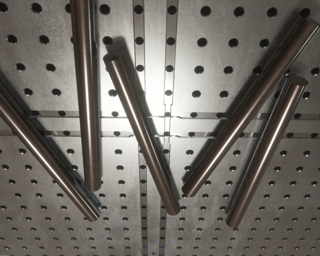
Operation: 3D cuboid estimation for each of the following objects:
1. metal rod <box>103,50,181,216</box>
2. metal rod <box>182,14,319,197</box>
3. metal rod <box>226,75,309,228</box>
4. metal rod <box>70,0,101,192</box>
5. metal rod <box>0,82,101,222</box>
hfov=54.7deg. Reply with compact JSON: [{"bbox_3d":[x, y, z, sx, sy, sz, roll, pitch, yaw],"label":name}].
[{"bbox_3d":[-0.014,0.030,0.436,0.025,0.025,0.299,-11,130,9],"label":"metal rod"},{"bbox_3d":[0.101,-0.005,0.408,0.025,0.025,0.298,16,128,-14],"label":"metal rod"},{"bbox_3d":[0.147,0.056,0.461,0.025,0.025,0.298,4,130,-4],"label":"metal rod"},{"bbox_3d":[-0.090,-0.023,0.390,0.025,0.025,0.298,4,130,-4],"label":"metal rod"},{"bbox_3d":[-0.161,0.044,0.446,0.025,0.025,0.299,-14,129,11],"label":"metal rod"}]
